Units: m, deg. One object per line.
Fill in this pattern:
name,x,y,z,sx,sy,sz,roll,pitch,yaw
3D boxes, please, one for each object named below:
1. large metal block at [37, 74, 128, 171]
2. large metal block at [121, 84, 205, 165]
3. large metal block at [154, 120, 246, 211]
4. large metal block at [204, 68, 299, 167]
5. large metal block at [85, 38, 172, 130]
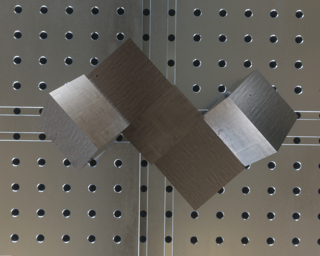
large metal block,-0.096,-0.004,0.378,0.080,0.080,0.050,49,51,0
large metal block,0.003,-0.004,0.385,0.080,0.080,0.050,-42,91,0
large metal block,0.047,0.045,0.401,0.080,0.050,0.080,-41,89,0
large metal block,0.112,-0.014,0.380,0.080,0.050,0.080,49,50,-1
large metal block,-0.039,-0.054,0.400,0.080,0.050,0.080,-42,91,1
